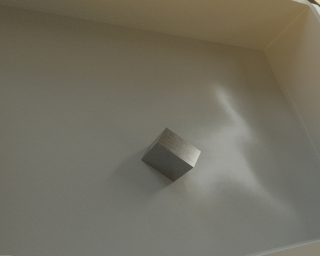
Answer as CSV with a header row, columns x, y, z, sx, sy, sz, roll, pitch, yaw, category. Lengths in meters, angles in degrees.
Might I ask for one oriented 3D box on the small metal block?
x,y,z,sx,sy,sz,roll,pitch,yaw,category
0.012,0.034,0.375,0.050,0.050,0.025,35,51,-5,small metal block
